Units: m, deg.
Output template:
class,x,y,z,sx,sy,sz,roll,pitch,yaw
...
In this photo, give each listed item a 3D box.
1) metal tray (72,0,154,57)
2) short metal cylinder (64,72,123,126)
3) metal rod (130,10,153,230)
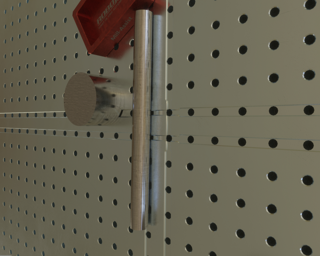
class,x,y,z,sx,sy,sz,roll,pitch,yaw
metal tray,-0.075,-0.183,0.468,0.130,0.030,0.090,-39,67,33
short metal cylinder,-0.104,-0.043,0.479,0.080,0.050,0.080,0,90,40
metal rod,-0.026,-0.010,0.430,0.025,0.025,0.298,2,91,40
